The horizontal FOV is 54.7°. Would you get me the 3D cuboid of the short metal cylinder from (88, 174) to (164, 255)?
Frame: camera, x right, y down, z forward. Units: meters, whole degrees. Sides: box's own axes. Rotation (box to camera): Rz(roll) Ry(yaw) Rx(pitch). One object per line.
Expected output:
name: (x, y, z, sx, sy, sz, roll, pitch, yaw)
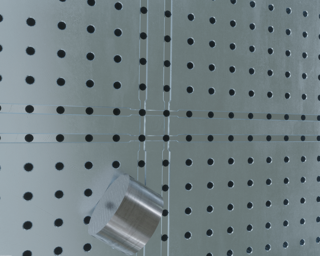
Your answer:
short metal cylinder: (-0.041, 0.102, 0.369, 0.050, 0.080, 0.080, 37, 78, -17)
